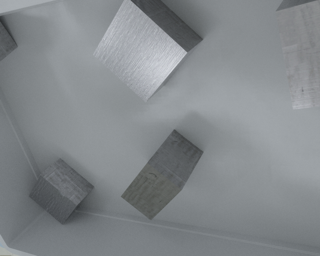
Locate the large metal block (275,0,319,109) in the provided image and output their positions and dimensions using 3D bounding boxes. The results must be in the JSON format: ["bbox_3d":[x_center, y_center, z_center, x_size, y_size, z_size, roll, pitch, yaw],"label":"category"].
[{"bbox_3d":[0.135,-0.071,0.258,0.050,0.080,0.080,-6,115,31],"label":"large metal block"}]

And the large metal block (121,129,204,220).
[{"bbox_3d":[0.004,0.061,0.409,0.050,0.080,0.080,38,129,2],"label":"large metal block"}]

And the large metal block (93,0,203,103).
[{"bbox_3d":[-0.014,-0.090,0.344,0.080,0.050,0.080,43,129,-1],"label":"large metal block"}]

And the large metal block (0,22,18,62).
[{"bbox_3d":[-0.269,-0.111,0.440,0.080,0.080,0.050,0,134,28],"label":"large metal block"}]

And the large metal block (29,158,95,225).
[{"bbox_3d":[-0.178,0.115,0.557,0.080,0.050,0.080,40,129,0],"label":"large metal block"}]
